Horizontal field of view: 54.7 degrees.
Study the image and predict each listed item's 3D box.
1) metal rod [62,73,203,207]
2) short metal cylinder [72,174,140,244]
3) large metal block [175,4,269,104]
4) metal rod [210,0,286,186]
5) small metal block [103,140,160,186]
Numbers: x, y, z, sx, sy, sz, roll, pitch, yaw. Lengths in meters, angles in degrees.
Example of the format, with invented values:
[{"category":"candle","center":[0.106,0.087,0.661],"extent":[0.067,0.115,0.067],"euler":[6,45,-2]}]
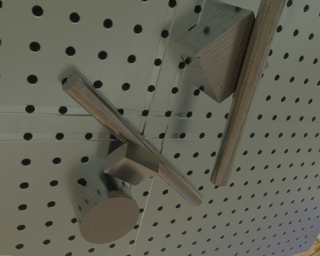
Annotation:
[{"category":"metal rod","center":[-0.017,0.036,0.425],"extent":[0.025,0.025,0.300],"euler":[-42,130,0]},{"category":"short metal cylinder","center":[-0.075,0.110,0.424],"extent":[0.081,0.050,0.079],"euler":[-14,124,-21]},{"category":"large metal block","center":[0.078,-0.091,0.383],"extent":[0.080,0.050,0.080],"euler":[-37,130,-4]},{"category":"metal rod","center":[0.107,-0.055,0.372],"extent":[0.025,0.025,0.298],"euler":[-5,121,-26]},{"category":"small metal block","center":[-0.036,0.047,0.401],"extent":[0.050,0.025,0.050],"euler":[30,136,-27]}]
